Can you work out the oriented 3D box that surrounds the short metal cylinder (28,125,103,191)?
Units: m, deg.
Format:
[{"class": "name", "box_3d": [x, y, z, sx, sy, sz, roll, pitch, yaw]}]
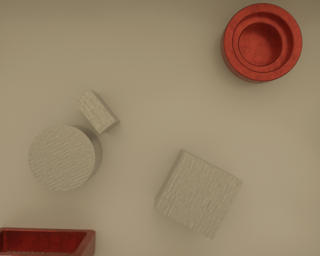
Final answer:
[{"class": "short metal cylinder", "box_3d": [-0.118, 0.036, 0.397, 0.081, 0.050, 0.079, 0, 90, -1]}]

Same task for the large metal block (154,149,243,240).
[{"class": "large metal block", "box_3d": [0.047, 0.082, 0.400, 0.080, 0.050, 0.080, 28, 90, -1]}]

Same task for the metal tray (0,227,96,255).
[{"class": "metal tray", "box_3d": [-0.152, 0.152, 0.377, 0.131, 0.090, 0.030, 2, 90, -1]}]

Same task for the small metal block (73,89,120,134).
[{"class": "small metal block", "box_3d": [-0.079, -0.020, 0.398, 0.025, 0.050, 0.050, -39, 91, 0]}]

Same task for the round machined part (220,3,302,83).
[{"class": "round machined part", "box_3d": [0.128, -0.107, 0.405, 0.099, 0.042, 0.097, 0, 90, -1]}]
